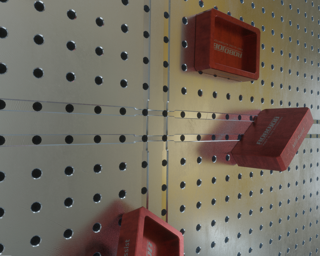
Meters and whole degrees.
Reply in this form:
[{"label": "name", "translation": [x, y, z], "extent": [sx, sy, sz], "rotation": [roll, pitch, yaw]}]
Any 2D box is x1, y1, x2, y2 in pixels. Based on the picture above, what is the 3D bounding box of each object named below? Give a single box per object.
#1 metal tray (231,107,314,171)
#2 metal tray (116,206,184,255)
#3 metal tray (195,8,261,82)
[{"label": "metal tray", "translation": [0.194, 0.015, 0.532], "extent": [0.131, 0.090, 0.030], "rotation": [-46, 118, -31]}, {"label": "metal tray", "translation": [-0.010, 0.169, 0.358], "extent": [0.090, 0.030, 0.130], "rotation": [43, 32, -32]}, {"label": "metal tray", "translation": [0.113, -0.129, 0.502], "extent": [0.131, 0.030, 0.089], "rotation": [3, 88, -40]}]
